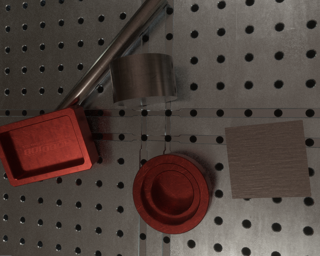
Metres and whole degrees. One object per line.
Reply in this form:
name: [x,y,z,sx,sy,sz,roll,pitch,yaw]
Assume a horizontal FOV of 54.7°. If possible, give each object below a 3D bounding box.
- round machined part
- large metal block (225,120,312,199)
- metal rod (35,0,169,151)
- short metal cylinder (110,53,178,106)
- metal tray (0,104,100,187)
round machined part: [0.019,0.081,0.396,0.098,0.042,0.097,0,90,19]
large metal block: [0.123,0.035,0.356,0.080,0.050,0.080,-6,88,19]
metal rod: [-0.098,-0.070,0.445,0.299,0.025,0.025,-46,76,14]
short metal cylinder: [-0.021,-0.058,0.390,0.080,0.080,0.050,-7,88,19]
metal tray: [-0.164,0.026,0.444,0.130,0.030,0.089,-14,99,10]
